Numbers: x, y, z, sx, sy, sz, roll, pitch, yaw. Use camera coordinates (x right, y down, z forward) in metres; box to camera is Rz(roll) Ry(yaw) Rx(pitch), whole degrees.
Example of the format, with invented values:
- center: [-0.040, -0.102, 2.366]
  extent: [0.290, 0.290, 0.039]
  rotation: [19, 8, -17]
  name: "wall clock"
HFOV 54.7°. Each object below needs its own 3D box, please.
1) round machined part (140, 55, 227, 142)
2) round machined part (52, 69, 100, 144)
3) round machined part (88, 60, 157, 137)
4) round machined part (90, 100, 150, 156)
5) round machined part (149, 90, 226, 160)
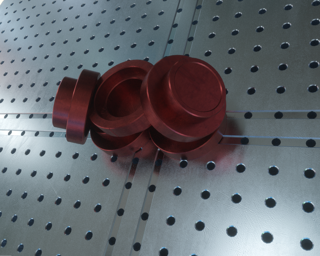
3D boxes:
- center: [0.032, -0.037, 0.337]
  extent: [0.042, 0.099, 0.098]
  rotation: [-37, 35, 59]
  name: "round machined part"
- center: [-0.110, -0.030, 0.406]
  extent: [0.042, 0.098, 0.098]
  rotation: [13, 62, -8]
  name: "round machined part"
- center: [-0.036, -0.032, 0.379]
  extent: [0.098, 0.042, 0.098]
  rotation: [-13, 56, 20]
  name: "round machined part"
- center: [-0.057, -0.013, 0.433]
  extent: [0.098, 0.042, 0.098]
  rotation: [-13, 56, 20]
  name: "round machined part"
- center: [0.030, -0.013, 0.388]
  extent: [0.098, 0.042, 0.098]
  rotation: [-13, 56, 20]
  name: "round machined part"
